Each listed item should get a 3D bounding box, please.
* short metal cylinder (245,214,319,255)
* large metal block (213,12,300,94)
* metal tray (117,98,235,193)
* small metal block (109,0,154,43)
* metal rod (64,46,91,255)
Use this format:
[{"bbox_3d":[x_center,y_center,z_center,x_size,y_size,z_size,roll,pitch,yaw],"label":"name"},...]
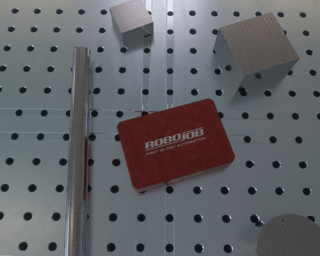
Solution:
[{"bbox_3d":[0.142,0.140,0.348,0.081,0.050,0.080,0,70,0],"label":"short metal cylinder"},{"bbox_3d":[0.132,-0.106,0.438,0.080,0.050,0.080,-19,71,-7],"label":"large metal block"},{"bbox_3d":[0.019,0.021,0.401,0.131,0.030,0.090,-15,71,-6],"label":"metal tray"},{"bbox_3d":[-0.043,-0.164,0.471,0.050,0.025,0.050,-22,72,-8],"label":"small metal block"},{"bbox_3d":[-0.105,0.029,0.400,0.025,0.025,0.299,-3,70,-1],"label":"metal rod"}]
